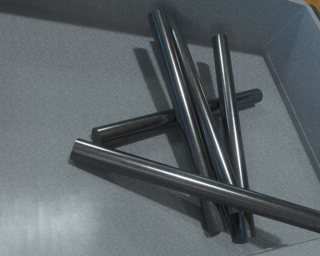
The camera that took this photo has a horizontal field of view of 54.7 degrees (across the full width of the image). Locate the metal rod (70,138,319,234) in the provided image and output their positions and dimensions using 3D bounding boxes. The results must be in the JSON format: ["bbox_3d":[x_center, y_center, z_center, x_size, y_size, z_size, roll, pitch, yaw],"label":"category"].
[{"bbox_3d":[0.050,0.067,0.350,0.302,0.025,0.025,17,54,-3],"label":"metal rod"}]

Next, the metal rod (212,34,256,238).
[{"bbox_3d":[0.101,-0.003,0.438,0.025,0.025,0.299,8,66,-24],"label":"metal rod"}]

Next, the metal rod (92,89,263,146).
[{"bbox_3d":[0.046,-0.022,0.445,0.303,0.025,0.025,-16,70,-35],"label":"metal rod"}]

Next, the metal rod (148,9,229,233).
[{"bbox_3d":[0.033,-0.019,0.404,0.025,0.025,0.299,-7,75,-32],"label":"metal rod"}]

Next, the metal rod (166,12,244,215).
[{"bbox_3d":[0.053,-0.033,0.422,0.025,0.025,0.299,-4,67,-31],"label":"metal rod"}]
